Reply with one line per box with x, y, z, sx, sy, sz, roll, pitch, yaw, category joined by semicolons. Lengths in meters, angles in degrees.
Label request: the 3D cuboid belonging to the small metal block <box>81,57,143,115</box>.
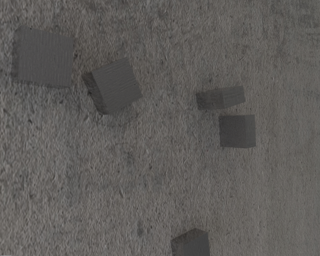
-0.054;-0.048;0.359;0.050;0.025;0.050;-34;111;-35;small metal block

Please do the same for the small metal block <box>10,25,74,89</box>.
-0.116;-0.068;0.307;0.050;0.025;0.050;4;87;-40;small metal block

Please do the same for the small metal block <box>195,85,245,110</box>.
0.091;-0.045;0.464;0.050;0.050;0.025;-18;102;-39;small metal block

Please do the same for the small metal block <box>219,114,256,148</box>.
0.122;0.005;0.490;0.025;0.050;0.050;-6;94;-40;small metal block

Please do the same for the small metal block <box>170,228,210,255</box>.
0.044;0.178;0.442;0.050;0.025;0.050;-11;97;-39;small metal block
